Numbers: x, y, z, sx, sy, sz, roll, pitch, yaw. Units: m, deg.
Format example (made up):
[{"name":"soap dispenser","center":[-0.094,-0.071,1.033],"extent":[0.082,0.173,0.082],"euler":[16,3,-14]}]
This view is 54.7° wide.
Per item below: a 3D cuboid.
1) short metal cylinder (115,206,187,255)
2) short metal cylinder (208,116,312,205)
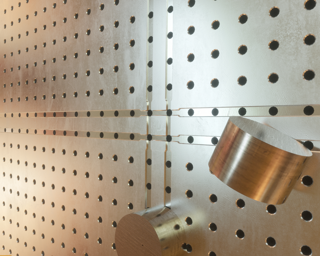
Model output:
[{"name":"short metal cylinder","center":[-0.013,0.147,0.404],"extent":[0.080,0.050,0.079],"euler":[0,90,40]},{"name":"short metal cylinder","center":[0.094,0.028,0.296],"extent":[0.080,0.081,0.050],"euler":[34,111,35]}]
